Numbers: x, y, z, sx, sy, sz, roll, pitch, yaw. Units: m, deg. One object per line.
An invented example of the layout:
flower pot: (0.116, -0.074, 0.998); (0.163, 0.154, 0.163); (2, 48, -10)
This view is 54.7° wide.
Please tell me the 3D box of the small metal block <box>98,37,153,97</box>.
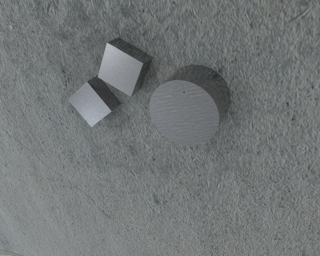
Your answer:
small metal block: (-0.044, -0.075, 0.382); (0.050, 0.025, 0.050); (31, 128, 7)

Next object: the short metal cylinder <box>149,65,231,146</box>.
short metal cylinder: (0.035, -0.026, 0.355); (0.080, 0.050, 0.079); (13, 124, 20)

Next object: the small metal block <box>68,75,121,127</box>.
small metal block: (-0.091, -0.037, 0.430); (0.050, 0.025, 0.050); (-32, 101, 38)
